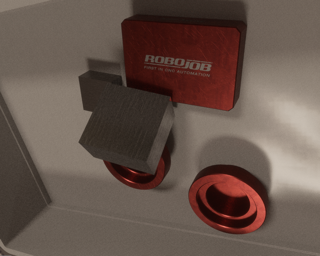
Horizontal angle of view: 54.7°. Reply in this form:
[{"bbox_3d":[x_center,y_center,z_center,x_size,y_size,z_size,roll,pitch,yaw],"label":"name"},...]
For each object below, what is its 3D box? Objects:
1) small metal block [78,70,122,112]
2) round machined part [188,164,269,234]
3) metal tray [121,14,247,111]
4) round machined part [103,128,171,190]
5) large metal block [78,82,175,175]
[{"bbox_3d":[-0.079,-0.047,0.419,0.050,0.025,0.050,13,124,21],"label":"small metal block"},{"bbox_3d":[0.090,0.087,0.403,0.098,0.042,0.097,13,124,20],"label":"round machined part"},{"bbox_3d":[0.024,-0.074,0.346,0.130,0.030,0.089,12,123,21],"label":"metal tray"},{"bbox_3d":[-0.029,0.035,0.433,0.098,0.042,0.097,13,124,20],"label":"round machined part"},{"bbox_3d":[-0.035,0.001,0.365,0.080,0.080,0.050,14,158,15],"label":"large metal block"}]
